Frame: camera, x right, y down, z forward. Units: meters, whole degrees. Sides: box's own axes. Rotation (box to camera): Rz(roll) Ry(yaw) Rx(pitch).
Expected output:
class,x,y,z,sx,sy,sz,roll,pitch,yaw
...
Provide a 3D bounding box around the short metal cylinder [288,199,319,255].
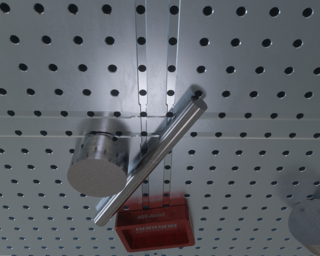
class,x,y,z,sx,sy,sz,roll,pitch,yaw
short metal cylinder,0.266,0.167,0.520,0.080,0.080,0.050,-33,123,25

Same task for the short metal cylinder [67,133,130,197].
class,x,y,z,sx,sy,sz,roll,pitch,yaw
short metal cylinder,-0.085,0.054,0.440,0.081,0.050,0.079,0,130,0

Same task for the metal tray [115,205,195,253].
class,x,y,z,sx,sy,sz,roll,pitch,yaw
metal tray,-0.007,0.186,0.566,0.131,0.030,0.090,-9,130,7

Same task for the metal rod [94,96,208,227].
class,x,y,z,sx,sy,sz,roll,pitch,yaw
metal rod,-0.028,0.066,0.467,0.025,0.025,0.298,25,126,-20
